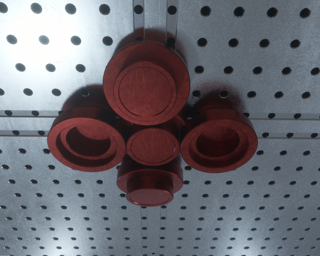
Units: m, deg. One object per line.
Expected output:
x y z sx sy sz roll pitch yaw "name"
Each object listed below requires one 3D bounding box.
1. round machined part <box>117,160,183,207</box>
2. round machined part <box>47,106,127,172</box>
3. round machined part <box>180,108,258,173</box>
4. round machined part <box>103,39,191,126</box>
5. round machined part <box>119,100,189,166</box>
-0.015 0.085 0.457 0.099 0.042 0.098 0 145 0 "round machined part"
-0.092 0.011 0.408 0.099 0.042 0.097 -1 130 0 "round machined part"
0.075 0.012 0.412 0.099 0.042 0.097 -1 130 0 "round machined part"
-0.015 -0.046 0.346 0.099 0.042 0.097 0 116 1 "round machined part"
-0.009 0.012 0.410 0.099 0.042 0.097 -1 130 0 "round machined part"
